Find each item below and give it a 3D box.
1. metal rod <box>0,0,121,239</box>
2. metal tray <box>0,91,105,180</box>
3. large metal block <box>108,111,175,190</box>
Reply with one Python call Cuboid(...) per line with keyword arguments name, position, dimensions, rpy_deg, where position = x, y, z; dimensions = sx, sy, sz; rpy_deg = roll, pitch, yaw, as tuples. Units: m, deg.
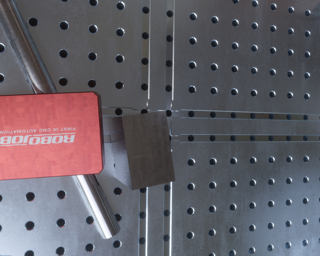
Cuboid(name="metal rod", position=(-0.118, -0.004, 0.368), dimensions=(0.025, 0.025, 0.299), rpy_deg=(-25, 99, -18))
Cuboid(name="metal tray", position=(-0.130, 0.007, 0.340), dimensions=(0.131, 0.030, 0.089), rpy_deg=(-3, 97, -5))
Cuboid(name="large metal block", position=(-0.025, 0.023, 0.374), dimensions=(0.050, 0.080, 0.080), rpy_deg=(-9, 93, -20))
